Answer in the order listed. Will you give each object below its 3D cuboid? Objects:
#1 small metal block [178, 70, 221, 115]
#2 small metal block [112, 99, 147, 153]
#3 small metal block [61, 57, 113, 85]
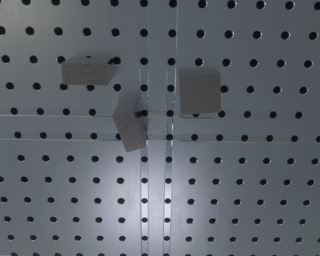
[{"bbox_3d":[0.050,-0.046,0.397,0.050,0.025,0.050,-4,110,1],"label":"small metal block"},{"bbox_3d":[-0.037,-0.004,0.398,0.025,0.050,0.050,-17,109,6],"label":"small metal block"},{"bbox_3d":[-0.085,-0.069,0.374,0.050,0.050,0.025,1,110,0],"label":"small metal block"}]
